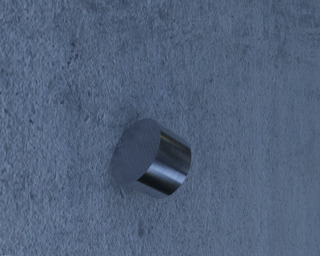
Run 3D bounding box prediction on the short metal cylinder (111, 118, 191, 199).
[{"bbox_3d":[-0.011,0.035,0.359,0.050,0.080,0.080,33,70,-35],"label":"short metal cylinder"}]
